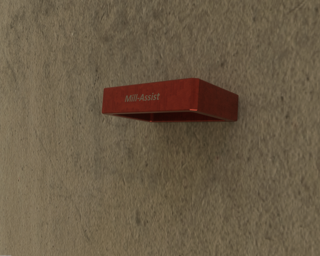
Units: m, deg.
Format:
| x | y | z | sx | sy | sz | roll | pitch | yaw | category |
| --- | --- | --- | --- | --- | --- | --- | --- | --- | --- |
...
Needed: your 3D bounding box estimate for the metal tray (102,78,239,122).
| x | y | z | sx | sy | sz | roll | pitch | yaw | category |
| --- | --- | --- | --- | --- | --- | --- | --- | --- | --- |
| 0.010 | -0.026 | 0.350 | 0.130 | 0.091 | 0.030 | 0 | 84 | 39 | metal tray |
